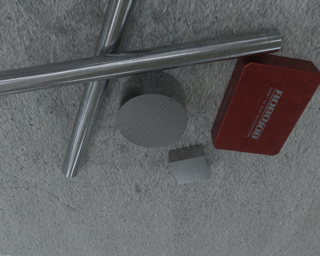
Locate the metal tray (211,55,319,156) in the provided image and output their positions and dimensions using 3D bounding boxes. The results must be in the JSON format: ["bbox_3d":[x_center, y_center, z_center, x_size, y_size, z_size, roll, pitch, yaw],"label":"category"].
[{"bbox_3d":[0.125,-0.025,0.384,0.091,0.030,0.129,7,130,-7],"label":"metal tray"}]

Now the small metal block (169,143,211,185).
[{"bbox_3d":[0.044,0.053,0.453,0.050,0.025,0.050,-13,129,11],"label":"small metal block"}]

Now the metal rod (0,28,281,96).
[{"bbox_3d":[-0.025,-0.068,0.320,0.302,0.025,0.025,-10,130,-3],"label":"metal rod"}]

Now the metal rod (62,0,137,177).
[{"bbox_3d":[-0.078,-0.042,0.369,0.025,0.025,0.298,17,128,-14],"label":"metal rod"}]

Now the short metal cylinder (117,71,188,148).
[{"bbox_3d":[-0.009,-0.022,0.372,0.081,0.050,0.079,0,130,0],"label":"short metal cylinder"}]
